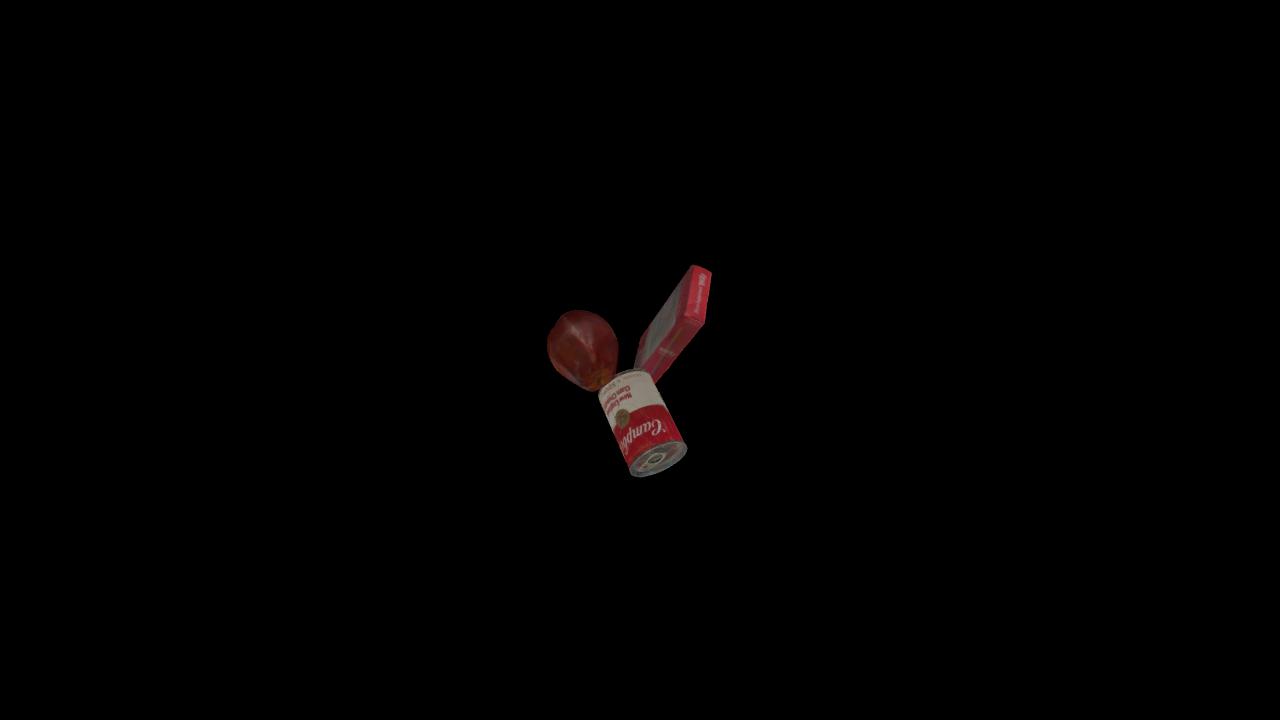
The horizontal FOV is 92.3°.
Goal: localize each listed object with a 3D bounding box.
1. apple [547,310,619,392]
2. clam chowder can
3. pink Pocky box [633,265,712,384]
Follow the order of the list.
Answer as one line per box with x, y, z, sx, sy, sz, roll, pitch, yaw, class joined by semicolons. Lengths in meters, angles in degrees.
-0.062;-0.011;0.691;0.079;0.079;0.093;0;44;-41;apple
0.001;0.068;0.682;0.068;0.102;0.068;-19;-32;-12;clam chowder can
0.035;-0.034;0.734;0.029;0.084;0.155;22;-40;-12;pink Pocky box
